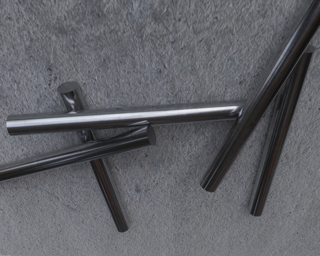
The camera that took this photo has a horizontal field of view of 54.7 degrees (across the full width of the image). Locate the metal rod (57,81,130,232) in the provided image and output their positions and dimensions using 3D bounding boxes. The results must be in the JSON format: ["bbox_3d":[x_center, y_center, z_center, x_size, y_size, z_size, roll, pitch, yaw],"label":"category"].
[{"bbox_3d":[-0.087,0.064,0.460,0.025,0.025,0.298,-6,130,5],"label":"metal rod"}]

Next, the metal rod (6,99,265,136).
[{"bbox_3d":[-0.022,-0.014,0.372,0.302,0.025,0.025,-4,130,-6],"label":"metal rod"}]

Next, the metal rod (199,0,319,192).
[{"bbox_3d":[0.118,-0.042,0.343,0.025,0.025,0.298,17,120,-14],"label":"metal rod"}]

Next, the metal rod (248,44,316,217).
[{"bbox_3d":[0.159,0.027,0.431,0.025,0.025,0.298,-1,130,1],"label":"metal rod"}]

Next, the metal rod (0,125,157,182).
[{"bbox_3d":[-0.145,0.044,0.417,0.300,0.025,0.025,-15,129,21],"label":"metal rod"}]
